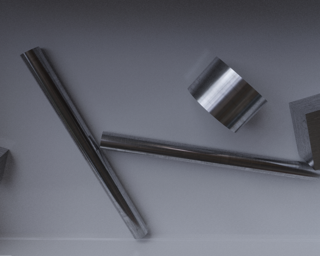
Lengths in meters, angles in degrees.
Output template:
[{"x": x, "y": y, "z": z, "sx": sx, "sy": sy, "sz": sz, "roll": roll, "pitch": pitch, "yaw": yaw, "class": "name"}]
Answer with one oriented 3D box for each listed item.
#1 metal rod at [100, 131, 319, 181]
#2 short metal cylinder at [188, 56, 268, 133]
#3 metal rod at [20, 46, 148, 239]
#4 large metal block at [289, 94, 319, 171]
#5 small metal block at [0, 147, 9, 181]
[{"x": 0.071, "y": 0.039, "z": 0.426, "sx": 0.302, "sy": 0.025, "sz": 0.025, "roll": 9, "pitch": 110, "yaw": -4, "class": "metal rod"}, {"x": 0.080, "y": -0.040, "z": 0.369, "sx": 0.080, "sy": 0.080, "sz": 0.050, "roll": 38, "pitch": 106, "yaw": -13, "class": "short metal cylinder"}, {"x": -0.093, "y": 0.033, "z": 0.422, "sx": 0.025, "sy": 0.025, "sz": 0.299, "roll": -24, "pitch": 109, "yaw": 8, "class": "metal rod"}, {"x": 0.223, "y": -0.001, "z": 0.401, "sx": 0.080, "sy": 0.050, "sz": 0.080, "roll": -17, "pitch": 110, "yaw": 6, "class": "large metal block"}, {"x": -0.243, "y": 0.048, "z": 0.426, "sx": 0.050, "sy": 0.025, "sz": 0.050, "roll": 19, "pitch": 109, "yaw": -7, "class": "small metal block"}]
